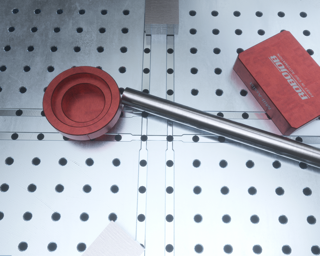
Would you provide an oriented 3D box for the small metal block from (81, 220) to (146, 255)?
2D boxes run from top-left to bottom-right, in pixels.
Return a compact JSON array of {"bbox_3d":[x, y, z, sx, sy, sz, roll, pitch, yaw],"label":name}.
[{"bbox_3d":[-0.053,0.144,0.359,0.050,0.025,0.050,38,74,13],"label":"small metal block"}]

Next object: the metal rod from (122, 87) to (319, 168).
[{"bbox_3d":[0.094,0.002,0.411,0.301,0.025,0.025,18,71,6],"label":"metal rod"}]

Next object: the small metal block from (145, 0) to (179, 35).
[{"bbox_3d":[0.003,-0.172,0.474,0.050,0.025,0.050,0,70,0],"label":"small metal block"}]

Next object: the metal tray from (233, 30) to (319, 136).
[{"bbox_3d":[0.177,-0.065,0.434,0.090,0.030,0.130,-28,73,-10],"label":"metal tray"}]

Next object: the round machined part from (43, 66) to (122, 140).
[{"bbox_3d":[-0.100,-0.030,0.413,0.099,0.042,0.098,0,70,0],"label":"round machined part"}]
